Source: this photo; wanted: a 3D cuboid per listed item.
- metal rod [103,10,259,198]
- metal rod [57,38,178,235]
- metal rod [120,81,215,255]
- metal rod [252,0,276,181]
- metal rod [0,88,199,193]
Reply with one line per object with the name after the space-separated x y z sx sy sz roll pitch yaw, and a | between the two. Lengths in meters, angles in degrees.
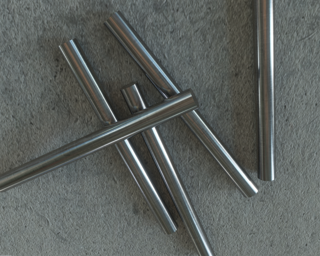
0.037 -0.019 0.402 0.025 0.025 0.300 -37 106 12 | metal rod
-0.048 0.024 0.418 0.025 0.025 0.299 -24 109 8 | metal rod
0.018 0.076 0.437 0.025 0.025 0.299 -22 109 7 | metal rod
0.130 -0.070 0.384 0.025 0.025 0.298 -7 110 2 | metal rod
-0.093 0.022 0.394 0.300 0.025 0.025 -23 109 17 | metal rod
